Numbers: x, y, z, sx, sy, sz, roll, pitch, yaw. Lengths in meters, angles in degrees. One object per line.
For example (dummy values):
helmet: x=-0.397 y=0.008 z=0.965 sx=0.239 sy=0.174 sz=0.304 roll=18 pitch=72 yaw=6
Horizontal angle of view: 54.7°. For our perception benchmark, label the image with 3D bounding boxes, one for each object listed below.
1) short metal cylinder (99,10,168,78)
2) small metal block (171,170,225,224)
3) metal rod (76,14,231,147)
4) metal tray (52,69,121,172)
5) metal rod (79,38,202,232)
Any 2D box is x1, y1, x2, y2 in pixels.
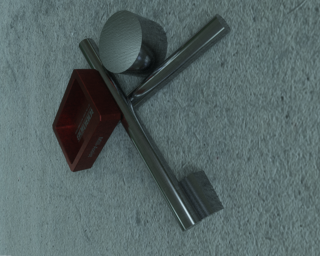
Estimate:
short metal cylinder: x=-0.037 y=-0.111 z=0.417 sx=0.080 sy=0.050 sz=0.079 roll=0 pitch=90 yaw=39
small metal block: x=0.040 y=0.086 z=0.371 sx=0.050 sy=0.025 sz=0.050 roll=-41 pitch=66 yaw=32
metal rod: x=-0.029 y=-0.044 z=0.429 sx=0.299 sy=0.025 sz=0.025 roll=-36 pitch=68 yaw=33
metal tray: x=-0.110 y=-0.009 z=0.441 sx=0.090 sy=0.030 sz=0.129 roll=58 pitch=135 yaw=24
metal rod: x=-0.037 y=-0.008 z=0.403 sx=0.025 sy=0.025 sz=0.299 roll=-46 pitch=63 yaw=30
